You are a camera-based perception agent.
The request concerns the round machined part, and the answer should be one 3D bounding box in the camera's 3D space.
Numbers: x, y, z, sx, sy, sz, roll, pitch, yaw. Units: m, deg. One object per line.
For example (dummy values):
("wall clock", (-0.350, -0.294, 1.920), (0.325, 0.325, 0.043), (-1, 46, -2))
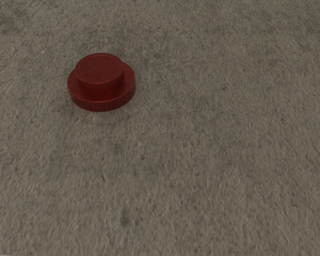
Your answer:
("round machined part", (-0.086, -0.073, 0.452), (0.099, 0.042, 0.098), (0, 50, 0))
